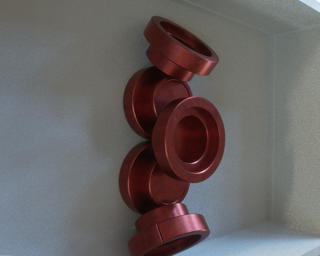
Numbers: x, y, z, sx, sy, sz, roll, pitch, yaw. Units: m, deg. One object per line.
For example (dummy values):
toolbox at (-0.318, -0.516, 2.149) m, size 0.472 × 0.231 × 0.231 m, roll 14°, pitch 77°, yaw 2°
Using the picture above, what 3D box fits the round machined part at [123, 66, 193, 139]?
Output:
round machined part at (0.005, -0.032, 0.399) m, size 0.099 × 0.042 × 0.097 m, roll 0°, pitch 90°, yaw -40°

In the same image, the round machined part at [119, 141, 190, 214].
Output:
round machined part at (0.001, 0.065, 0.395) m, size 0.099 × 0.042 × 0.097 m, roll 0°, pitch 90°, yaw -40°

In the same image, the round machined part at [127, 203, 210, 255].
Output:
round machined part at (0.008, 0.126, 0.379) m, size 0.099 × 0.098 × 0.042 m, roll 8°, pitch 47°, yaw -40°

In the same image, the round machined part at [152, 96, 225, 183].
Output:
round machined part at (0.029, 0.013, 0.364) m, size 0.099 × 0.042 × 0.097 m, roll 0°, pitch 90°, yaw -40°

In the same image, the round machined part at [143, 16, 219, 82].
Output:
round machined part at (0.022, -0.095, 0.390) m, size 0.099 × 0.098 × 0.042 m, roll 9°, pitch 127°, yaw -40°
